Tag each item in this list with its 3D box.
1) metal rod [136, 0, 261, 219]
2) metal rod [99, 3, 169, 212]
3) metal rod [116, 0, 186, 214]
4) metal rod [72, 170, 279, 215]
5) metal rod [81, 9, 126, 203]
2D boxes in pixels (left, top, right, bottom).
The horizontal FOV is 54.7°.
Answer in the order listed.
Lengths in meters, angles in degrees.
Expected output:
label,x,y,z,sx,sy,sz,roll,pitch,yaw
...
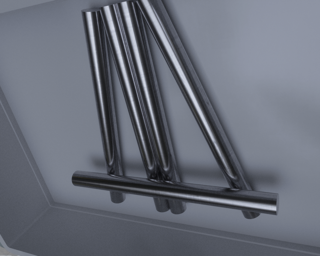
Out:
label,x,y,z,sx,sy,sz,roll,pitch,yaw
metal rod,0.054,-0.014,0.370,0.025,0.025,0.299,-17,110,35
metal rod,-0.026,-0.009,0.415,0.025,0.025,0.298,1,119,28
metal rod,-0.004,-0.009,0.404,0.025,0.025,0.298,1,119,28
metal rod,0.002,0.084,0.424,0.300,0.025,0.025,2,119,27
metal rod,-0.075,-0.011,0.440,0.025,0.025,0.298,11,124,22
